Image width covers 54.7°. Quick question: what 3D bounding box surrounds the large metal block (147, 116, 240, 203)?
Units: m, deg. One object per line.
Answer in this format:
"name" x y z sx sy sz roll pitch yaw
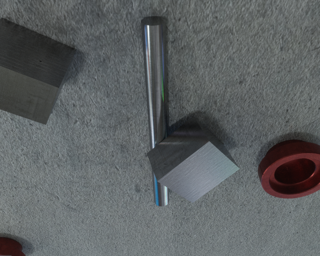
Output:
"large metal block" 0.044 0.044 0.409 0.080 0.050 0.080 -40 131 13

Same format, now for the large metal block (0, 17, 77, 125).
"large metal block" -0.141 -0.059 0.319 0.080 0.080 0.050 21 127 -17

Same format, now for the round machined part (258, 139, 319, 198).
"round machined part" 0.190 0.055 0.444 0.099 0.042 0.097 0 130 0

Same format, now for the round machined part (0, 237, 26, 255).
"round machined part" -0.311 0.250 0.606 0.099 0.042 0.097 0 130 0

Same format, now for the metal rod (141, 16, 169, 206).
"metal rod" -0.002 0.005 0.410 0.025 0.025 0.298 -2 130 1
